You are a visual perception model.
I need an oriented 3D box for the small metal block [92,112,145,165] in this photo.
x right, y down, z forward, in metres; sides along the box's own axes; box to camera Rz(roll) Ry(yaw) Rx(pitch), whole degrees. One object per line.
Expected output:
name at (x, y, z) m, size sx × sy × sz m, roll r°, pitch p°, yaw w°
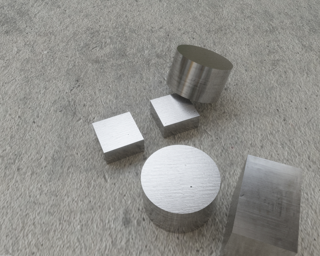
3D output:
small metal block at (-0.053, 0.012, 0.393) m, size 0.050 × 0.025 × 0.050 m, roll -19°, pitch 53°, yaw -15°

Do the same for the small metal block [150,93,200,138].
small metal block at (0.019, -0.019, 0.419) m, size 0.050 × 0.025 × 0.050 m, roll -17°, pitch 52°, yaw -14°

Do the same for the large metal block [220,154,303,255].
large metal block at (0.094, 0.086, 0.296) m, size 0.050 × 0.080 × 0.080 m, roll 15°, pitch 52°, yaw 12°

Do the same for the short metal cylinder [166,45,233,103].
short metal cylinder at (0.054, -0.077, 0.434) m, size 0.081 × 0.050 × 0.080 m, roll 14°, pitch 31°, yaw -8°

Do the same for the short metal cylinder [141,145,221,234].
short metal cylinder at (0.021, 0.065, 0.333) m, size 0.081 × 0.050 × 0.080 m, roll 0°, pitch 50°, yaw 0°
